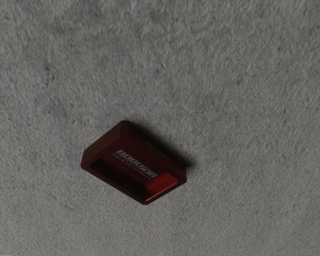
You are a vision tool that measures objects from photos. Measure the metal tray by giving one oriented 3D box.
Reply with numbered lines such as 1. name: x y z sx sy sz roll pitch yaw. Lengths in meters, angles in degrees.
1. metal tray: -0.035 0.056 0.450 0.090 0.030 0.130 -36 122 26
